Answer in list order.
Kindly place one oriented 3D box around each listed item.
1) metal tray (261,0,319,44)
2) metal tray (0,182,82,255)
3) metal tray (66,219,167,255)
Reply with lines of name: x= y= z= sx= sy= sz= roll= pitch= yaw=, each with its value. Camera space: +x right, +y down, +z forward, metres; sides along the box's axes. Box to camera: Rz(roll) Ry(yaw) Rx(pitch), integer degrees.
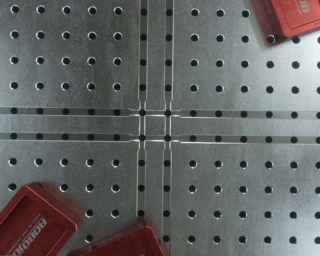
metal tray: x=0.182 y=-0.190 z=0.413 sx=0.090 sy=0.030 sz=0.129 roll=-20 pitch=90 yaw=-1
metal tray: x=-0.179 y=0.149 z=0.408 sx=0.090 sy=0.030 sz=0.130 roll=38 pitch=90 yaw=-1
metal tray: x=-0.054 y=0.190 z=0.410 sx=0.131 sy=0.030 sz=0.090 roll=-24 pitch=90 yaw=-1
